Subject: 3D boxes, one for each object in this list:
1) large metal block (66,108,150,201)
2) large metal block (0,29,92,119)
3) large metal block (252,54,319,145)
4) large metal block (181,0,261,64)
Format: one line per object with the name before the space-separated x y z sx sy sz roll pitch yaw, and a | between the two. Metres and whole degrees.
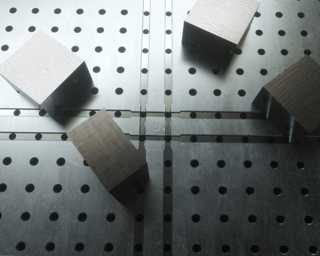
large metal block | -0.058 0.035 0.369 0.050 0.080 0.080 -36 74 -12
large metal block | -0.155 -0.073 0.423 0.080 0.050 0.080 36 74 12
large metal block | 0.187 -0.037 0.414 0.080 0.050 0.080 -35 74 -12
large metal block | 0.088 -0.154 0.456 0.080 0.050 0.080 28 72 9
